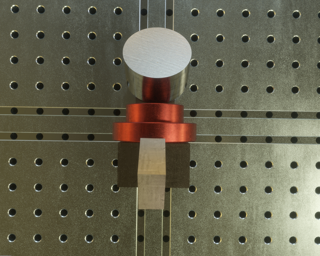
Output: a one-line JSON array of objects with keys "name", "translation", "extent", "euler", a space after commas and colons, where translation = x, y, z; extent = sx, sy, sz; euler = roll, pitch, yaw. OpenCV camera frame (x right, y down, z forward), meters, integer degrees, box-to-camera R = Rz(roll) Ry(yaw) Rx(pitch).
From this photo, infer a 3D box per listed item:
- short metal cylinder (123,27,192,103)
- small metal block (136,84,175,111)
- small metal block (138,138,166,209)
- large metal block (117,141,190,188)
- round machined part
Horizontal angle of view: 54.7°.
[{"name": "short metal cylinder", "translation": [-0.004, -0.077, 0.384], "extent": [0.081, 0.050, 0.080], "euler": [1, 60, -1]}, {"name": "small metal block", "translation": [-0.006, -0.031, 0.412], "extent": [0.050, 0.025, 0.050], "euler": [1, 90, -1]}, {"name": "small metal block", "translation": [-0.008, 0.045, 0.310], "extent": [0.025, 0.050, 0.050], "euler": [1, 128, -1]}, {"name": "large metal block", "translation": [-0.007, 0.041, 0.385], "extent": [0.081, 0.080, 0.050], "euler": [1, 90, -1]}, {"name": "round machined part", "translation": [-0.006, -0.007, 0.366], "extent": [0.099, 0.098, 0.042], "euler": [1, 90, -1]}]
